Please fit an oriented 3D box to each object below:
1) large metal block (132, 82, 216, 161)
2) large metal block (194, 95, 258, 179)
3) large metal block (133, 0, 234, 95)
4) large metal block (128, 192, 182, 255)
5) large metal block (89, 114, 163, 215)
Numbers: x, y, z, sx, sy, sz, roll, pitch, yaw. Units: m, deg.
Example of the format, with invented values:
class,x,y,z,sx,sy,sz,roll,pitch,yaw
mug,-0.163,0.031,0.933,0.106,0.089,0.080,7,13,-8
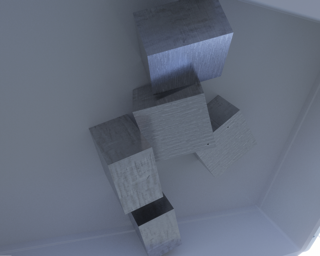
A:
class,x,y,z,sx,sy,sz,roll,pitch,yaw
large metal block,0.018,-0.012,0.378,0.080,0.050,0.080,-15,126,6
large metal block,0.083,0.014,0.448,0.080,0.050,0.080,-40,130,-1
large metal block,0.022,-0.083,0.321,0.080,0.050,0.080,-17,160,-4
large metal block,-0.015,0.125,0.444,0.050,0.080,0.080,-23,127,-15
large metal block,-0.042,0.042,0.378,0.050,0.080,0.080,-22,127,-15
